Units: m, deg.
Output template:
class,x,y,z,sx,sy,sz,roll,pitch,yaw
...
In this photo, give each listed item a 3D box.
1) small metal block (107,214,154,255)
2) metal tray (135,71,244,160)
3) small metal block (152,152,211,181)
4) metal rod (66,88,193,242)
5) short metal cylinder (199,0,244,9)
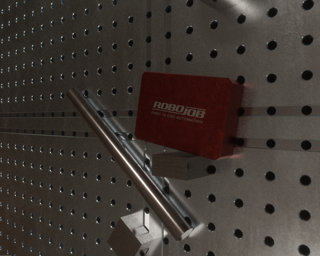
class,x,y,z,sx,sy,sz,roll,pitch,yaw
small metal block,-0.043,0.161,0.443,0.050,0.025,0.050,41,115,32
metal tray,0.030,-0.019,0.380,0.130,0.030,0.089,13,98,39
small metal block,0.026,0.044,0.370,0.050,0.050,0.025,1,91,39
metal rod,-0.059,0.037,0.455,0.300,0.025,0.025,47,118,29
short metal cylinder,0.063,-0.178,0.340,0.080,0.050,0.079,0,90,39
